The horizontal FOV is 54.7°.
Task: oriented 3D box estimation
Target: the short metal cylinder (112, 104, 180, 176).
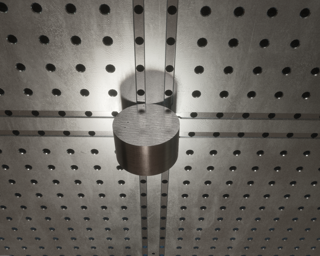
[{"bbox_3d":[-0.016,0.013,0.387,0.081,0.080,0.050,0,130,-1],"label":"short metal cylinder"}]
